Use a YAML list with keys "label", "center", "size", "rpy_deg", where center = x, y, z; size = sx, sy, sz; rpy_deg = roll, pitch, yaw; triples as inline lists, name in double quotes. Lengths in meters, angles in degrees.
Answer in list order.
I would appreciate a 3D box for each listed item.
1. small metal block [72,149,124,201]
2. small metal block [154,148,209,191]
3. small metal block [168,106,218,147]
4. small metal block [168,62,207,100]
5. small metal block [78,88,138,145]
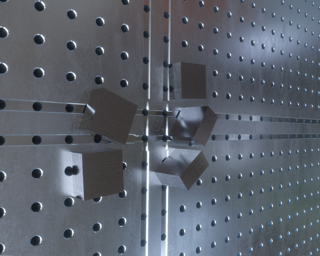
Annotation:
- label: "small metal block"
  center: [-0.070, 0.051, 0.352]
  size: [0.050, 0.025, 0.050]
  rpy_deg: [-4, 93, -40]
- label: "small metal block"
  center: [0.029, 0.055, 0.420]
  size: [0.050, 0.050, 0.025]
  rpy_deg: [-44, 117, -31]
- label: "small metal block"
  center: [0.046, -0.002, 0.434]
  size: [0.025, 0.050, 0.050]
  rpy_deg: [41, 65, -33]
- label: "small metal block"
  center: [0.040, -0.066, 0.445]
  size: [0.050, 0.025, 0.050]
  rpy_deg: [-3, 92, -40]
- label: "small metal block"
  center: [-0.059, -0.012, 0.361]
  size: [0.050, 0.025, 0.050]
  rpy_deg: [27, 73, -37]
